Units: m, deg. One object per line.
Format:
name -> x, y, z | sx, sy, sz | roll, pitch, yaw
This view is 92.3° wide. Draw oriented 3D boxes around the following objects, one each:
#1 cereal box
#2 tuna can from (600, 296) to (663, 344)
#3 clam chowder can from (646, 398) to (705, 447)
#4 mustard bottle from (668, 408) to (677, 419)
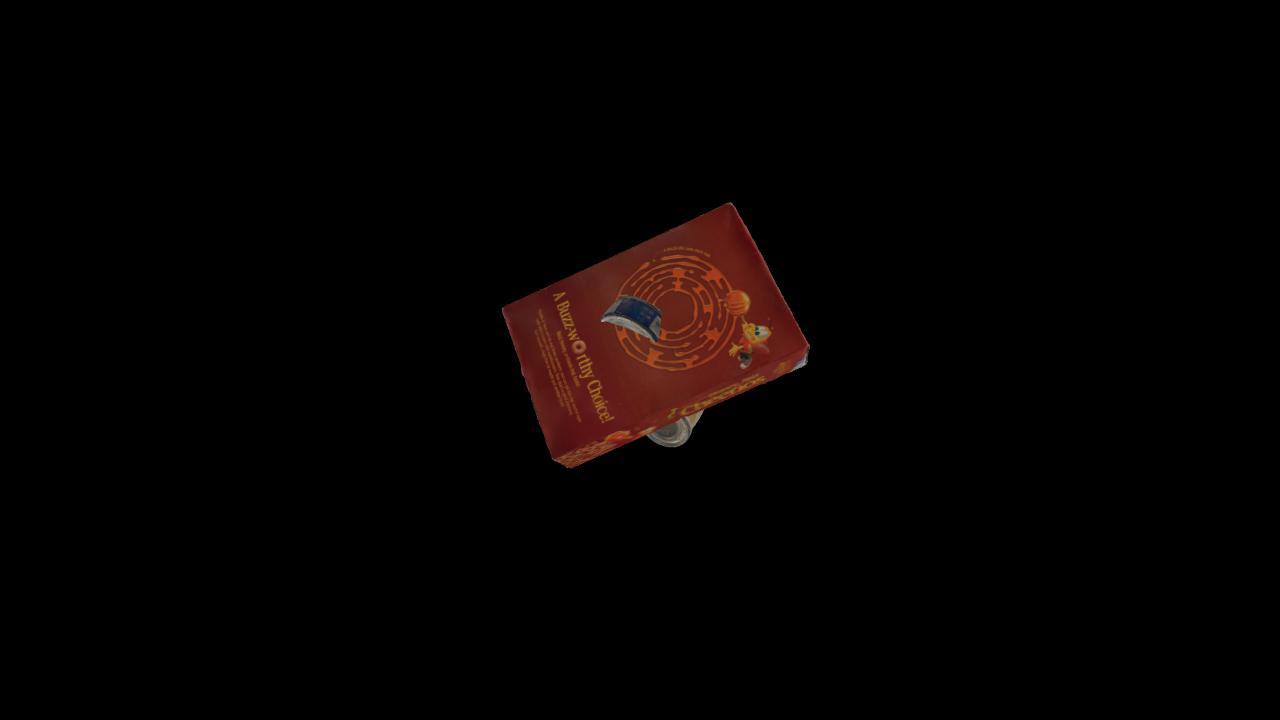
cereal box -> 0.014, -0.028, 0.715 | 0.306, 0.203, 0.081 | -24, -21, 2
tuna can -> -0.006, -0.031, 0.702 | 0.084, 0.034, 0.084 | 22, -34, 16
clam chowder can -> 0.048, 0.050, 0.756 | 0.068, 0.068, 0.102 | 0, 33, 29
mustard bottle -> 0.016, 0.046, 0.751 | 0.054, 0.092, 0.184 | -19, -19, -8
